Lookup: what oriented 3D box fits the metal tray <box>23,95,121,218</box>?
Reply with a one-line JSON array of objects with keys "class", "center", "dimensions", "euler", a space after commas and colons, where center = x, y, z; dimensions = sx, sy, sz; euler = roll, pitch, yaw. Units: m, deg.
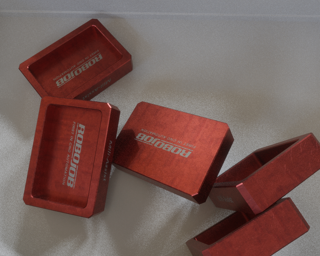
[{"class": "metal tray", "center": [-0.104, 0.032, 0.367], "dimensions": [0.090, 0.030, 0.129], "euler": [8, 86, 14]}]

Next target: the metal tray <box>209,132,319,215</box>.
[{"class": "metal tray", "center": [0.105, 0.051, 0.335], "dimensions": [0.090, 0.130, 0.030], "euler": [-32, 84, -11]}]

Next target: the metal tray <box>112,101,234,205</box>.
[{"class": "metal tray", "center": [0.010, 0.024, 0.371], "dimensions": [0.130, 0.030, 0.090], "euler": [17, 68, 32]}]

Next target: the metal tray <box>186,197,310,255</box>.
[{"class": "metal tray", "center": [0.079, 0.110, 0.314], "dimensions": [0.090, 0.130, 0.030], "euler": [-28, 76, -10]}]

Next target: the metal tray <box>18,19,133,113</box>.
[{"class": "metal tray", "center": [-0.115, -0.086, 0.436], "dimensions": [0.130, 0.030, 0.090], "euler": [-38, 75, -13]}]
